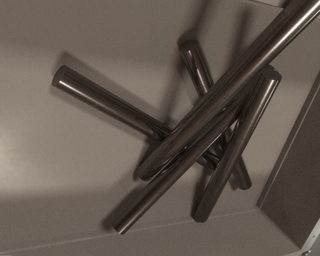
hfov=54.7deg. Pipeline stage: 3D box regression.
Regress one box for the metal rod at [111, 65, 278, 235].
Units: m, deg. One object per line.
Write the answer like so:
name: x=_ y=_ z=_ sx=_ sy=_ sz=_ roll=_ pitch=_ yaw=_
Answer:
metal rod: x=0.046 y=0.031 z=0.420 sx=0.300 sy=0.025 sz=0.025 roll=-46 pitch=130 yaw=4

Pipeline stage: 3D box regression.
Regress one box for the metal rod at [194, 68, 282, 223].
metal rod: x=0.100 y=0.048 z=0.451 sx=0.025 sy=0.025 sz=0.298 roll=-9 pitch=136 yaw=-24

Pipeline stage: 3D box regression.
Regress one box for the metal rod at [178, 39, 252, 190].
metal rod: x=0.093 y=0.002 z=0.462 sx=0.025 sy=0.025 sz=0.299 roll=-35 pitch=129 yaw=-5

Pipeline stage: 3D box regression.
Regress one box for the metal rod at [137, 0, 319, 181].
metal rod: x=0.052 y=-0.021 z=0.344 sx=0.025 sy=0.025 sz=0.298 roll=8 pitch=140 yaw=-32

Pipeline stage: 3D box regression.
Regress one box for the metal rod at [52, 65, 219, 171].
metal rod: x=-0.002 y=0.005 z=0.412 sx=0.301 sy=0.025 sz=0.025 roll=30 pitch=102 yaw=-38
